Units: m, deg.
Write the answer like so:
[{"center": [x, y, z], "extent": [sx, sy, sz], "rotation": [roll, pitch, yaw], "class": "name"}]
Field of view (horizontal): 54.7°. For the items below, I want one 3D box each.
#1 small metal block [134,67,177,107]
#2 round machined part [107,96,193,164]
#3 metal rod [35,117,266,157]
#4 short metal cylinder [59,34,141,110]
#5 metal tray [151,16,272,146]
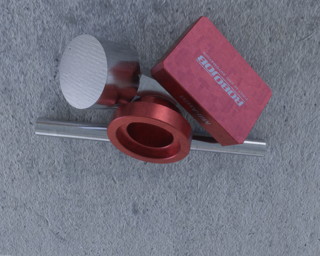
[{"center": [-0.002, -0.049, 0.378], "extent": [0.050, 0.050, 0.025], "rotation": [22, 109, -8], "class": "small metal block"}, {"center": [-0.010, 0.000, 0.369], "extent": [0.098, 0.042, 0.098], "rotation": [10, 146, 7], "class": "round machined part"}, {"center": [-0.010, 0.013, 0.416], "extent": [0.302, 0.025, 0.025], "rotation": [6, 110, -3], "class": "metal rod"}, {"center": [-0.069, -0.061, 0.353], "extent": [0.080, 0.050, 0.079], "rotation": [1, 92, 37], "class": "short metal cylinder"}, {"center": [0.064, -0.052, 0.362], "extent": [0.130, 0.030, 0.090], "rotation": [43, 66, -15], "class": "metal tray"}]
